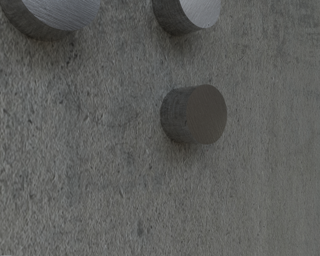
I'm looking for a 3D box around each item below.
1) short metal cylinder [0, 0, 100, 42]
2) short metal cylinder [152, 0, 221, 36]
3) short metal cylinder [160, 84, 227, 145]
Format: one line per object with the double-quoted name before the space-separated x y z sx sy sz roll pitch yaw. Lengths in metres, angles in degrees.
"short metal cylinder" -0.106 -0.129 0.299 0.081 0.050 0.080 0 90 -40
"short metal cylinder" 0.036 -0.170 0.418 0.081 0.050 0.080 0 90 -40
"short metal cylinder" 0.047 -0.018 0.428 0.081 0.050 0.080 0 90 -40
